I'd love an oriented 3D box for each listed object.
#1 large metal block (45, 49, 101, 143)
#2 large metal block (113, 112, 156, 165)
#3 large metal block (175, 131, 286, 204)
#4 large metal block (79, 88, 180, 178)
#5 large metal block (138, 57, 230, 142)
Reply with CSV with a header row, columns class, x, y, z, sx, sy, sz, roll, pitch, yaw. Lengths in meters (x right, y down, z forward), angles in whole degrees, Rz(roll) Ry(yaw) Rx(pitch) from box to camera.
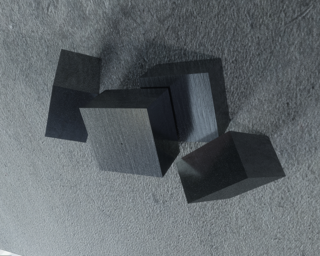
class,x,y,z,sx,sy,sz,roll,pitch,yaw
large metal block,-0.110,-0.041,0.395,0.050,0.080,0.079,10,130,-18
large metal block,-0.032,0.005,0.408,0.080,0.050,0.080,0,119,27
large metal block,0.079,0.046,0.350,0.080,0.081,0.050,-35,61,38
large metal block,-0.030,0.003,0.341,0.080,0.050,0.079,2,120,27
large metal block,0.031,-0.031,0.356,0.080,0.050,0.080,0,119,27
